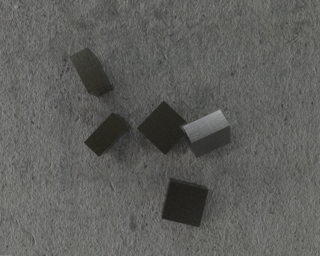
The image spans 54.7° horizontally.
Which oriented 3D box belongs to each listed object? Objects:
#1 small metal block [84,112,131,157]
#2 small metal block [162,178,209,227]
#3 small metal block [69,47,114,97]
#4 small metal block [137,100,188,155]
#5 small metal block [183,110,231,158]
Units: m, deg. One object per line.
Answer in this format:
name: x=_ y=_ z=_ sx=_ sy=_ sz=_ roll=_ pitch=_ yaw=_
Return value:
small metal block: x=-0.065 y=0.008 z=0.397 sx=0.025 sy=0.050 sz=0.050 roll=43 pitch=90 yaw=0
small metal block: x=0.032 y=0.098 z=0.410 sx=0.050 sy=0.025 sz=0.050 roll=13 pitch=90 yaw=0
small metal block: x=-0.086 y=-0.070 z=0.397 sx=0.025 sy=0.050 sz=0.050 roll=-28 pitch=90 yaw=0
small metal block: x=0.006 y=0.000 z=0.410 sx=0.050 sy=0.025 sz=0.050 roll=44 pitch=90 yaw=0
small metal block: x=0.061 y=0.009 z=0.395 sx=0.050 sy=0.050 sz=0.025 roll=-25 pitch=60 yaw=0
